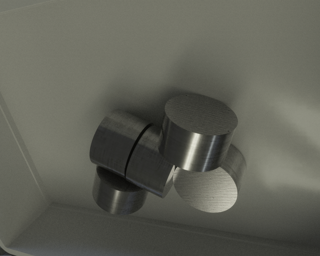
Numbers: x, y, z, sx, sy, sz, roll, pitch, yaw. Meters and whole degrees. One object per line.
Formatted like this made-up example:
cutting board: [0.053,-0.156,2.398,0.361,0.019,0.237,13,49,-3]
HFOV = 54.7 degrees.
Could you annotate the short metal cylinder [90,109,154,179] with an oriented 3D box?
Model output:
short metal cylinder: [-0.048,0.021,0.407,0.050,0.080,0.079,23,127,14]

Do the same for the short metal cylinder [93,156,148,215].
short metal cylinder: [-0.054,0.076,0.445,0.080,0.080,0.050,26,127,11]

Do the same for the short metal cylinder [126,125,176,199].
short metal cylinder: [-0.001,0.043,0.398,0.050,0.080,0.079,24,127,13]

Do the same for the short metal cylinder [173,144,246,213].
short metal cylinder: [0.063,0.059,0.392,0.080,0.050,0.079,13,124,20]

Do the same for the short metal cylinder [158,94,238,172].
short metal cylinder: [0.041,0.004,0.351,0.080,0.080,0.050,21,126,15]
